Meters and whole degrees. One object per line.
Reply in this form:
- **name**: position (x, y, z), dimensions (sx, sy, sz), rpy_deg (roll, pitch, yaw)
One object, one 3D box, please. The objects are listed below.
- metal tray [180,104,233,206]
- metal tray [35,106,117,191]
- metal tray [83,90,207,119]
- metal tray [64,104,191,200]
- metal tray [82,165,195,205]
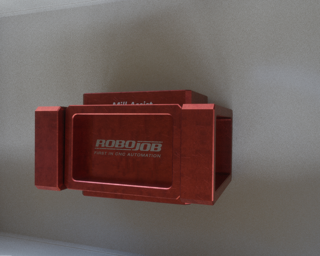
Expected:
- **metal tray**: position (0.054, 0.022, 0.333), dimensions (0.030, 0.130, 0.089), rpy_deg (1, 91, 20)
- **metal tray**: position (-0.098, 0.021, 0.388), dimensions (0.030, 0.130, 0.089), rpy_deg (1, 91, 20)
- **metal tray**: position (-0.015, -0.026, 0.378), dimensions (0.130, 0.090, 0.030), rpy_deg (0, 91, 20)
- **metal tray**: position (-0.035, 0.021, 0.323), dimensions (0.130, 0.030, 0.089), rpy_deg (1, 90, 19)
- **metal tray**: position (-0.016, 0.064, 0.378), dimensions (0.130, 0.090, 0.030), rpy_deg (0, 90, 20)
